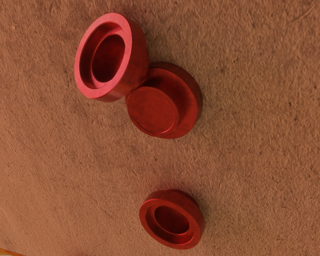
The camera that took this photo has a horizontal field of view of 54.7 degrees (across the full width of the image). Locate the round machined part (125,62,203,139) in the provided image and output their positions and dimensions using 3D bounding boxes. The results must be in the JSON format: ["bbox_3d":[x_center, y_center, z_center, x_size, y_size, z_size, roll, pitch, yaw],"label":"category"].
[{"bbox_3d":[-0.001,-0.028,0.379,0.098,0.042,0.097,13,124,21],"label":"round machined part"}]

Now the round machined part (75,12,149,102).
[{"bbox_3d":[-0.051,-0.077,0.355,0.098,0.042,0.098,-9,75,39],"label":"round machined part"}]

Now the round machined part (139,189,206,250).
[{"bbox_3d":[0.021,0.132,0.466,0.098,0.042,0.097,13,124,21],"label":"round machined part"}]
